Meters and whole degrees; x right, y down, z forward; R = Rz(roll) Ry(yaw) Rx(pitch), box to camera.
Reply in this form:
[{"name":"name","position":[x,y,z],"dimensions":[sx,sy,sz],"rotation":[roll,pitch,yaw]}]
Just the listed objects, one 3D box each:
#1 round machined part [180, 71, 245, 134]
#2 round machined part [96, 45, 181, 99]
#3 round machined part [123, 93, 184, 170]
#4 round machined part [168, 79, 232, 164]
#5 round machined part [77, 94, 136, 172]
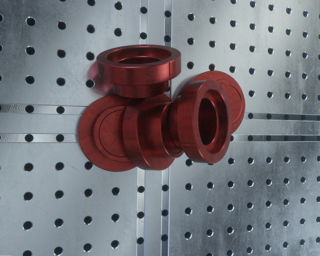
[{"name":"round machined part","position":[0.079,-0.032,0.434],"dimensions":[0.099,0.042,0.097],"rotation":[0,90,-21]},{"name":"round machined part","position":[-0.024,-0.067,0.371],"dimensions":[0.099,0.098,0.042],"rotation":[-13,120,-20]},{"name":"round machined part","position":[0.002,0.003,0.380],"dimensions":[0.099,0.042,0.097],"rotation":[8,80,-57]},{"name":"round machined part","position":[0.046,-0.007,0.371],"dimensions":[0.099,0.042,0.097],"rotation":[2,87,-53]},{"name":"round machined part","position":[-0.051,0.006,0.386],"dimensions":[0.099,0.042,0.097],"rotation":[0,90,-21]}]
